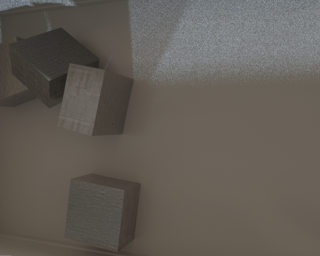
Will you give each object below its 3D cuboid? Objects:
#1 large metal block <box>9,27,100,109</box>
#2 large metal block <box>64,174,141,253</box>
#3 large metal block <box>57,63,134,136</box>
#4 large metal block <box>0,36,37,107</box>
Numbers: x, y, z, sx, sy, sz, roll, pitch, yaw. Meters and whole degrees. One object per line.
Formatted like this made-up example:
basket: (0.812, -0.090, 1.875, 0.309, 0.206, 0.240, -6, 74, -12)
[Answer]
large metal block: (-0.143, -0.085, 0.424, 0.080, 0.080, 0.050, 40, 140, 15)
large metal block: (-0.078, 0.112, 0.425, 0.080, 0.050, 0.079, 8, 93, 19)
large metal block: (-0.082, -0.035, 0.410, 0.050, 0.080, 0.080, 14, 95, 19)
large metal block: (-0.224, -0.083, 0.476, 0.080, 0.050, 0.080, -16, 85, 19)
